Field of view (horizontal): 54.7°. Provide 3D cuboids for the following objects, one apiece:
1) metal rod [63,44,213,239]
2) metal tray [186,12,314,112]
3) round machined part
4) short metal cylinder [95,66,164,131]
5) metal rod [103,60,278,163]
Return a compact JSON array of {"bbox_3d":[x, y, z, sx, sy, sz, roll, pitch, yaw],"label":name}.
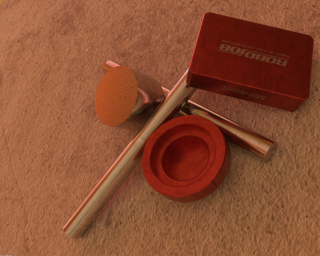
[{"bbox_3d":[-0.017,0.012,0.385,0.300,0.025,0.025,-52,52,0],"label":"metal rod"},{"bbox_3d":[0.104,-0.078,0.359,0.131,0.030,0.090,15,66,4],"label":"metal tray"},{"bbox_3d":[0.033,0.037,0.354,0.098,0.042,0.098,-13,56,21],"label":"round machined part"},{"bbox_3d":[-0.042,-0.038,0.418,0.080,0.050,0.080,-8,77,39],"label":"short metal cylinder"},{"bbox_3d":[0.017,-0.037,0.420,0.300,0.025,0.025,32,80,38],"label":"metal rod"}]
